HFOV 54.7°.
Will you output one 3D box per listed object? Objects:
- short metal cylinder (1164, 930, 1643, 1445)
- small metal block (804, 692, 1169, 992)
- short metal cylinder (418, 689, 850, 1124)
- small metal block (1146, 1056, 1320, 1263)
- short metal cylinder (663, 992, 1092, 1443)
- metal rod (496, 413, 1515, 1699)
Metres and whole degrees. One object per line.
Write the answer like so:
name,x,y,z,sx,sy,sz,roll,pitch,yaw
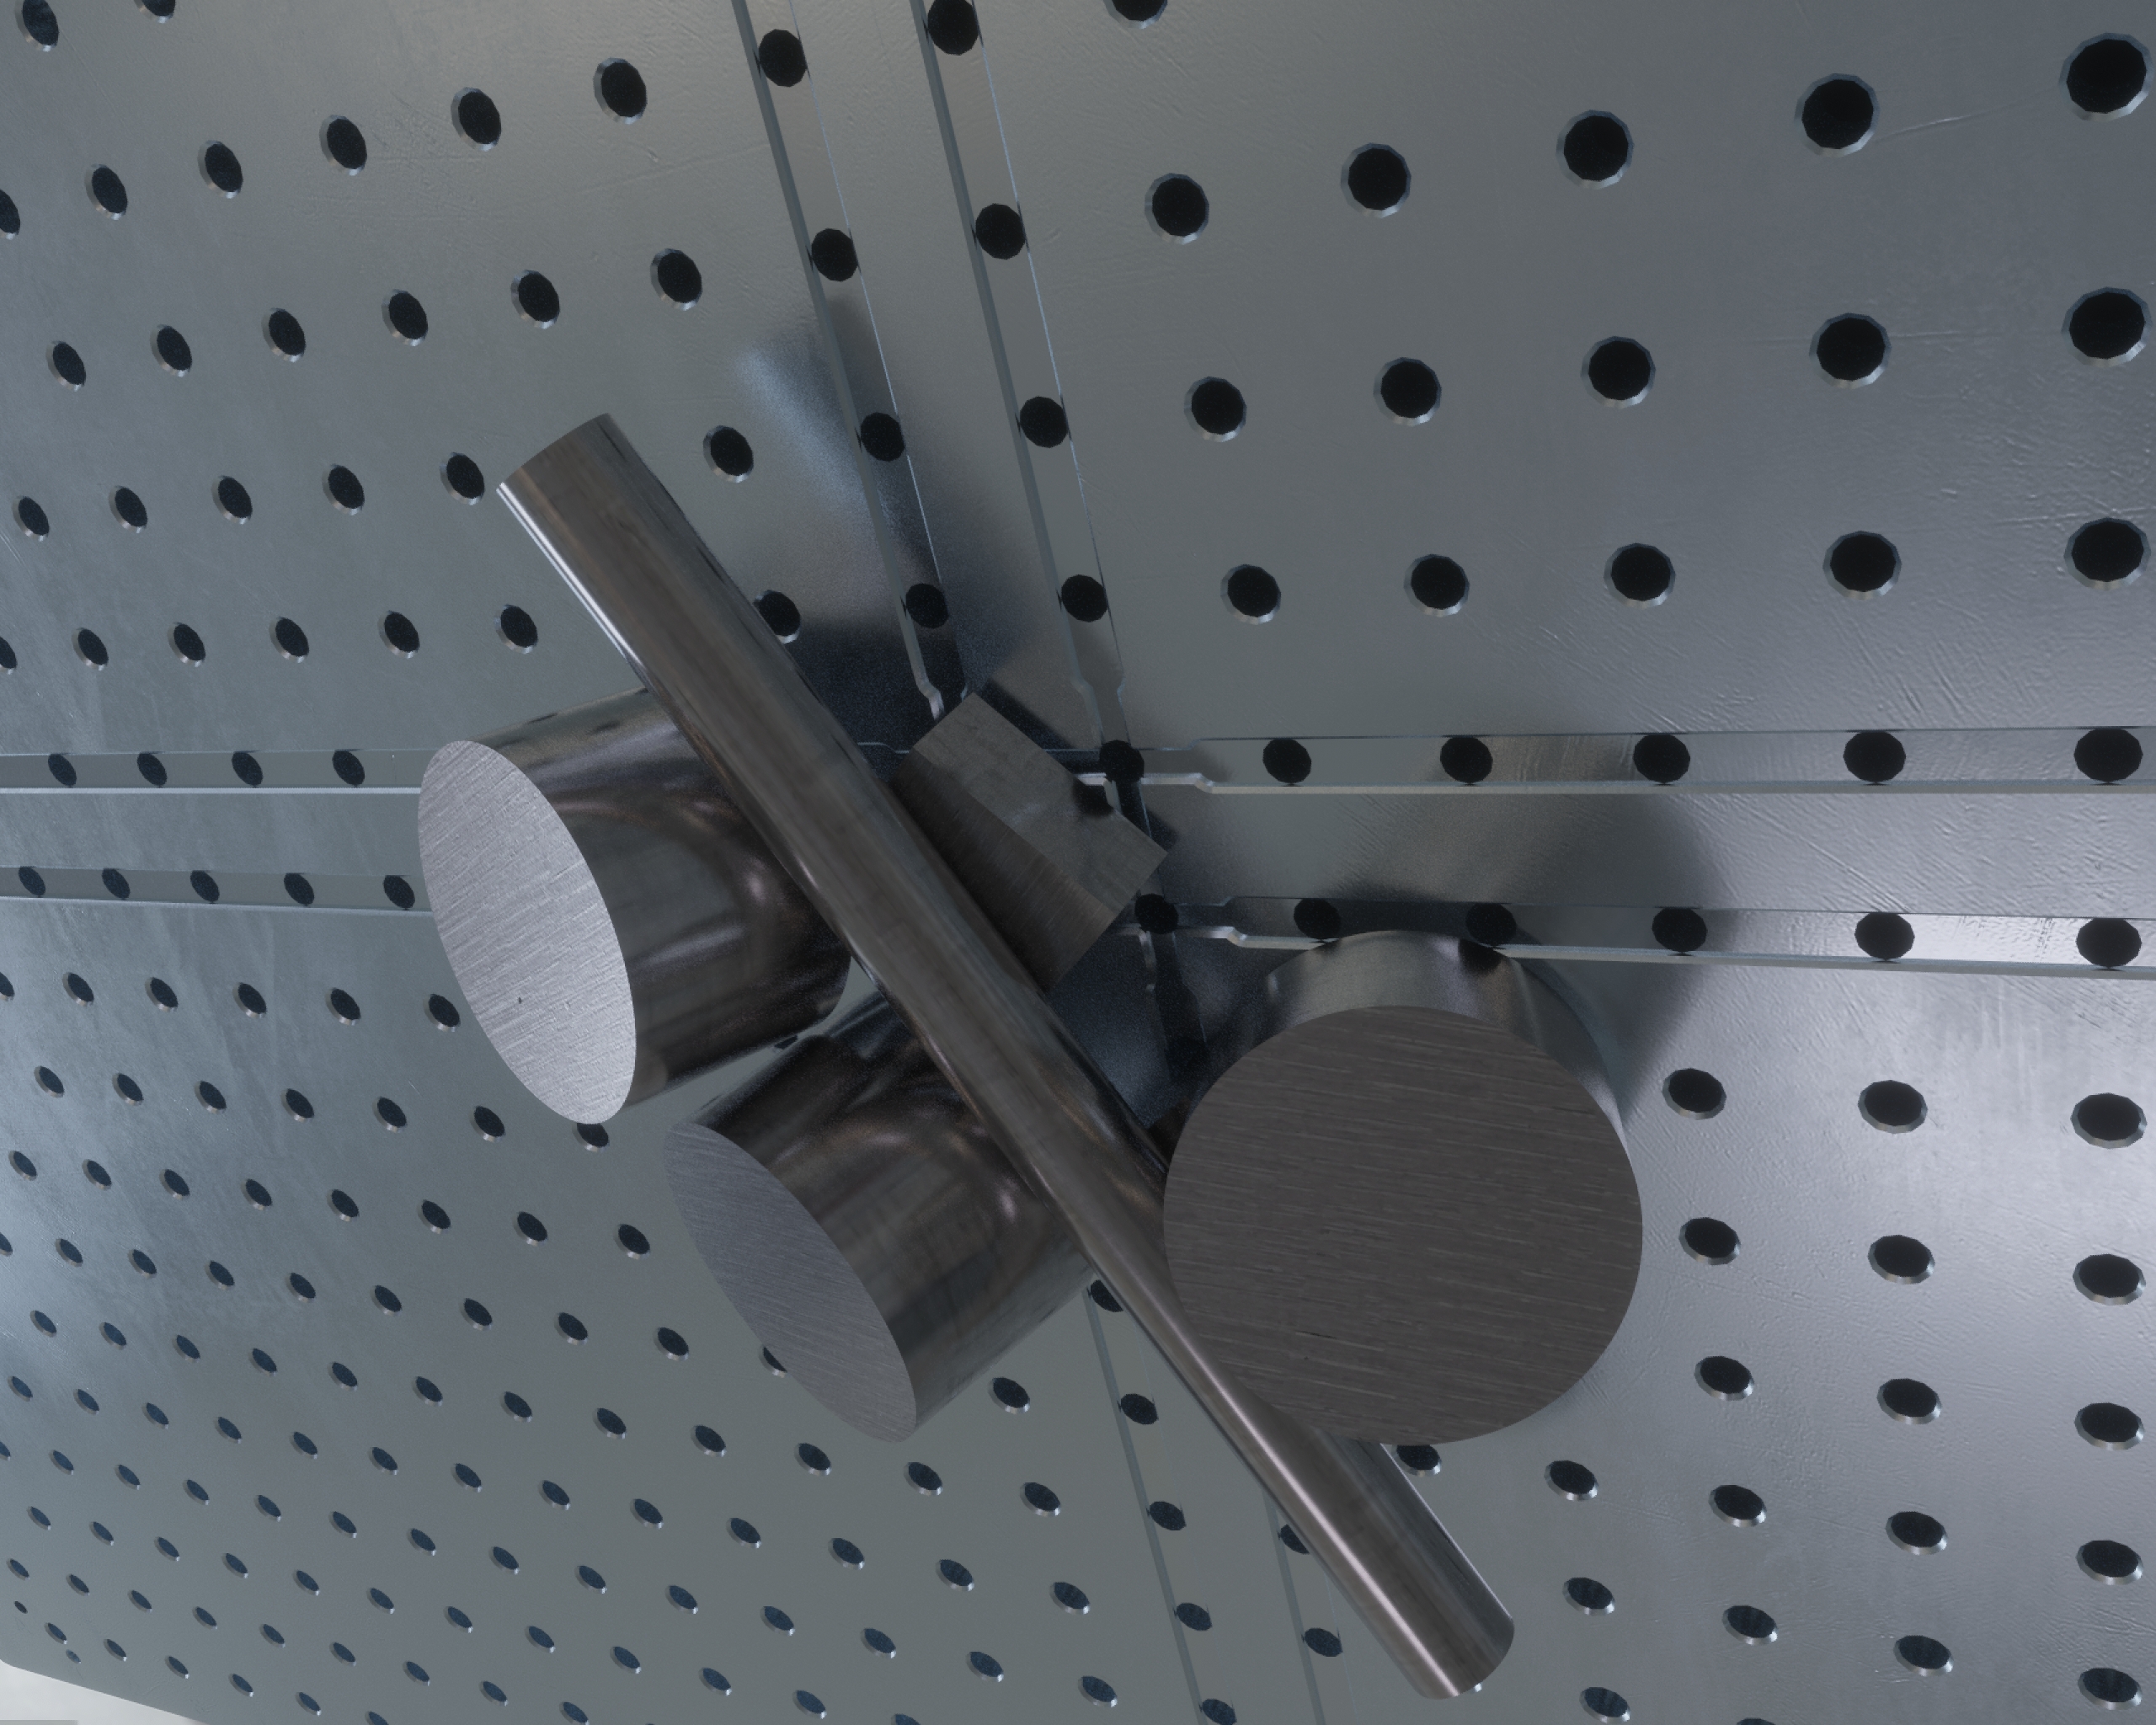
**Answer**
short metal cylinder,0.059,0.057,0.378,0.080,0.050,0.079,2,103,9
small metal block,-0.019,0.003,0.418,0.050,0.025,0.050,40,129,1
short metal cylinder,-0.091,0.006,0.424,0.080,0.050,0.079,26,127,40
small metal block,0.032,0.070,0.433,0.050,0.025,0.050,42,129,-1
short metal cylinder,-0.042,0.074,0.441,0.080,0.050,0.079,35,144,30
metal rod,-0.008,0.044,0.405,0.025,0.025,0.299,-28,103,37
